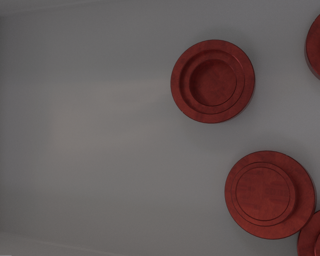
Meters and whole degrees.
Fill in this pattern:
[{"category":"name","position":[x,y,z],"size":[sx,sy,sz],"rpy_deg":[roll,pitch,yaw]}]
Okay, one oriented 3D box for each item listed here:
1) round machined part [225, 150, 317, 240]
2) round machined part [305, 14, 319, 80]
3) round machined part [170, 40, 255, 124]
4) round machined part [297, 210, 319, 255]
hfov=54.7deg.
[{"category":"round machined part","position":[0.119,0.073,0.346],"size":[0.098,0.042,0.098],"rpy_deg":[-8,75,30]},{"category":"round machined part","position":[0.208,-0.091,0.328],"size":[0.098,0.042,0.097],"rpy_deg":[0,90,20]},{"category":"round machined part","position":[0.066,-0.054,0.378],"size":[0.098,0.042,0.097],"rpy_deg":[0,90,20]},{"category":"round machined part","position":[0.195,0.129,0.318],"size":[0.098,0.042,0.098],"rpy_deg":[-6,71,19]}]
